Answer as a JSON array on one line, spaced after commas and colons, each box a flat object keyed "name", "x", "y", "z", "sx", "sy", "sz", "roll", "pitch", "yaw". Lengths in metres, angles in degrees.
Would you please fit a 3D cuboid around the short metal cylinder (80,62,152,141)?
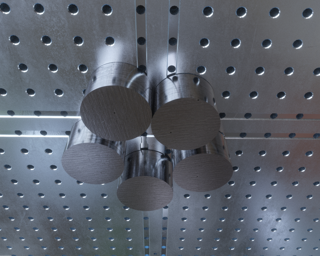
[{"name": "short metal cylinder", "x": -0.049, "y": -0.030, "z": 0.368, "sx": 0.081, "sy": 0.050, "sz": 0.079, "roll": -1, "pitch": 130, "yaw": 0}]

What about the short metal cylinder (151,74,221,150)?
[{"name": "short metal cylinder", "x": 0.030, "y": -0.019, "z": 0.378, "sx": 0.081, "sy": 0.050, "sz": 0.079, "roll": 0, "pitch": 131, "yaw": 0}]

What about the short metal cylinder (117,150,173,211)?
[{"name": "short metal cylinder", "x": -0.021, "y": 0.079, "z": 0.461, "sx": 0.081, "sy": 0.050, "sz": 0.079, "roll": 0, "pitch": 130, "yaw": 0}]

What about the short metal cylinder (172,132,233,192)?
[{"name": "short metal cylinder", "x": 0.057, "y": 0.045, "z": 0.433, "sx": 0.081, "sy": 0.050, "sz": 0.079, "roll": 0, "pitch": 132, "yaw": 0}]

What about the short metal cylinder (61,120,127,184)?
[{"name": "short metal cylinder", "x": -0.087, "y": 0.032, "z": 0.421, "sx": 0.081, "sy": 0.050, "sz": 0.079, "roll": 0, "pitch": 131, "yaw": 0}]
